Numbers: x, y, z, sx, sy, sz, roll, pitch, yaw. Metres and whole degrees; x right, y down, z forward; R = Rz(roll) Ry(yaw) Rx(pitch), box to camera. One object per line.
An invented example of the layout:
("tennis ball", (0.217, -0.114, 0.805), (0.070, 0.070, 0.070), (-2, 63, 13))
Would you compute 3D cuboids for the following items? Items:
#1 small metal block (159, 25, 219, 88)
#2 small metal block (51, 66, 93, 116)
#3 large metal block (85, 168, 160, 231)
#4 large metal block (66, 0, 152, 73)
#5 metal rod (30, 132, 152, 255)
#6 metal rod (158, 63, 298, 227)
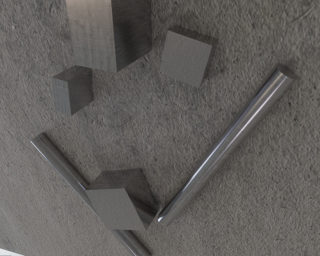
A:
("small metal block", (0.031, -0.079, 0.342), (0.050, 0.025, 0.050), (24, 127, 13))
("small metal block", (-0.117, -0.052, 0.420), (0.025, 0.050, 0.050), (17, 125, 18))
("large metal block", (-0.058, 0.113, 0.492), (0.080, 0.050, 0.080), (-10, 114, 32))
("large metal block", (-0.049, -0.113, 0.327), (0.050, 0.080, 0.079), (13, 124, 21))
("metal rod", (-0.117, 0.130, 0.548), (0.025, 0.025, 0.300), (-32, 101, 38))
("metal rod", (0.067, 0.044, 0.399), (0.025, 0.025, 0.298), (34, 129, 5))
